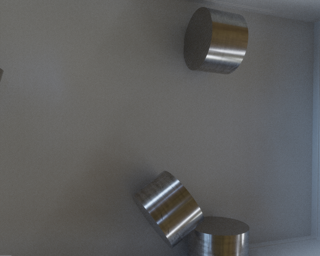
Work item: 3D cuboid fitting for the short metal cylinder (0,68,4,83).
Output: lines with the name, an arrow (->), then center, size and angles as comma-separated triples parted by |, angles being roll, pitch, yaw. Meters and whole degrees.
short metal cylinder -> -0.205, -0.046, 0.305 | 0.081, 0.080, 0.050 | 17, 85, -20

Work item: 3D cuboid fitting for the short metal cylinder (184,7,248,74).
short metal cylinder -> 0.071, -0.113, 0.409 | 0.050, 0.080, 0.079 | 3, 89, -20

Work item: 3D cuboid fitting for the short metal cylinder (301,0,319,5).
short metal cylinder -> 0.251, -0.241, 0.478 | 0.050, 0.080, 0.080 | -40, 103, -16

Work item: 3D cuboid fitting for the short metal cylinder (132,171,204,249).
short metal cylinder -> 0.009, 0.100, 0.386 | 0.050, 0.080, 0.080 | -36, 102, -17

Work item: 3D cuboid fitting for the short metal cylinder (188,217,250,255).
short metal cylinder -> 0.077, 0.154, 0.412 | 0.081, 0.080, 0.050 | 1, 90, -20
